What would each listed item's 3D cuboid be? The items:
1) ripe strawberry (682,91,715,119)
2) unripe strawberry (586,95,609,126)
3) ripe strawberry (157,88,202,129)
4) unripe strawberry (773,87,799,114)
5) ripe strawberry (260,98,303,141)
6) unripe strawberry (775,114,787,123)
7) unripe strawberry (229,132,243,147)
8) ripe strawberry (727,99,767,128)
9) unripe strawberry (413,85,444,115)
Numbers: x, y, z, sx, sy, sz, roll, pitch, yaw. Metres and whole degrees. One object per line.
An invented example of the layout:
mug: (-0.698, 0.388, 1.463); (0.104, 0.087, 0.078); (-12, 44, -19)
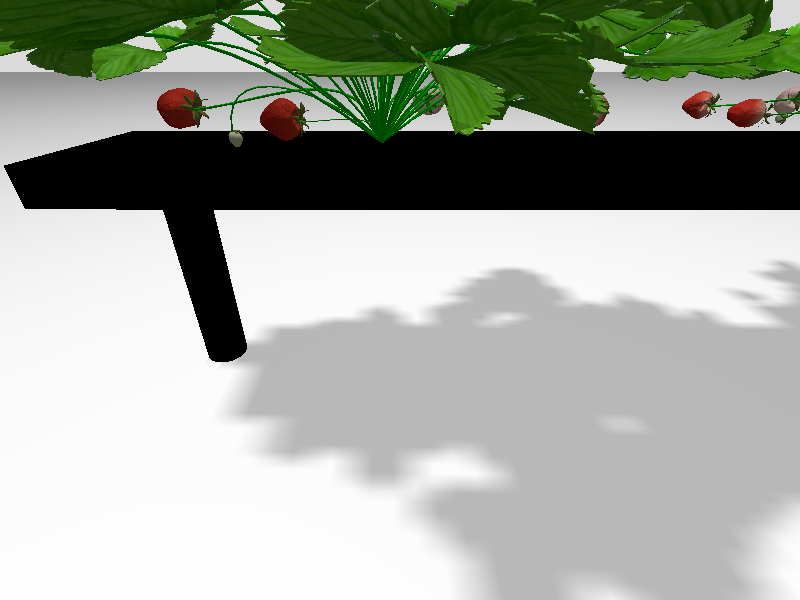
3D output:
ripe strawberry: (0.337, -0.221, 0.453); (0.031, 0.028, 0.028); (-18, 35, -28)
unripe strawberry: (0.199, -0.194, 0.409); (0.032, 0.031, 0.030); (-13, 33, -22)
ripe strawberry: (-0.212, -0.184, 0.384); (0.040, 0.035, 0.040); (10, 33, 18)
unripe strawberry: (0.471, -0.242, 0.486); (0.026, 0.030, 0.029); (5, 24, 9)
ripe strawberry: (-0.101, -0.152, 0.337); (0.034, 0.033, 0.032); (5, 31, 10)
unripe strawberry: (0.407, -0.195, 0.429); (0.009, 0.010, 0.010); (-7, 31, -11)
unripe strawberry: (-0.128, -0.126, 0.312); (0.010, 0.012, 0.012); (-5, 31, -8)
ripe strawberry: (0.339, -0.184, 0.393); (0.030, 0.025, 0.030); (23, 38, 34)
unripe strawberry: (0.035, -0.239, 0.479); (0.037, 0.032, 0.037); (8, 31, 13)
